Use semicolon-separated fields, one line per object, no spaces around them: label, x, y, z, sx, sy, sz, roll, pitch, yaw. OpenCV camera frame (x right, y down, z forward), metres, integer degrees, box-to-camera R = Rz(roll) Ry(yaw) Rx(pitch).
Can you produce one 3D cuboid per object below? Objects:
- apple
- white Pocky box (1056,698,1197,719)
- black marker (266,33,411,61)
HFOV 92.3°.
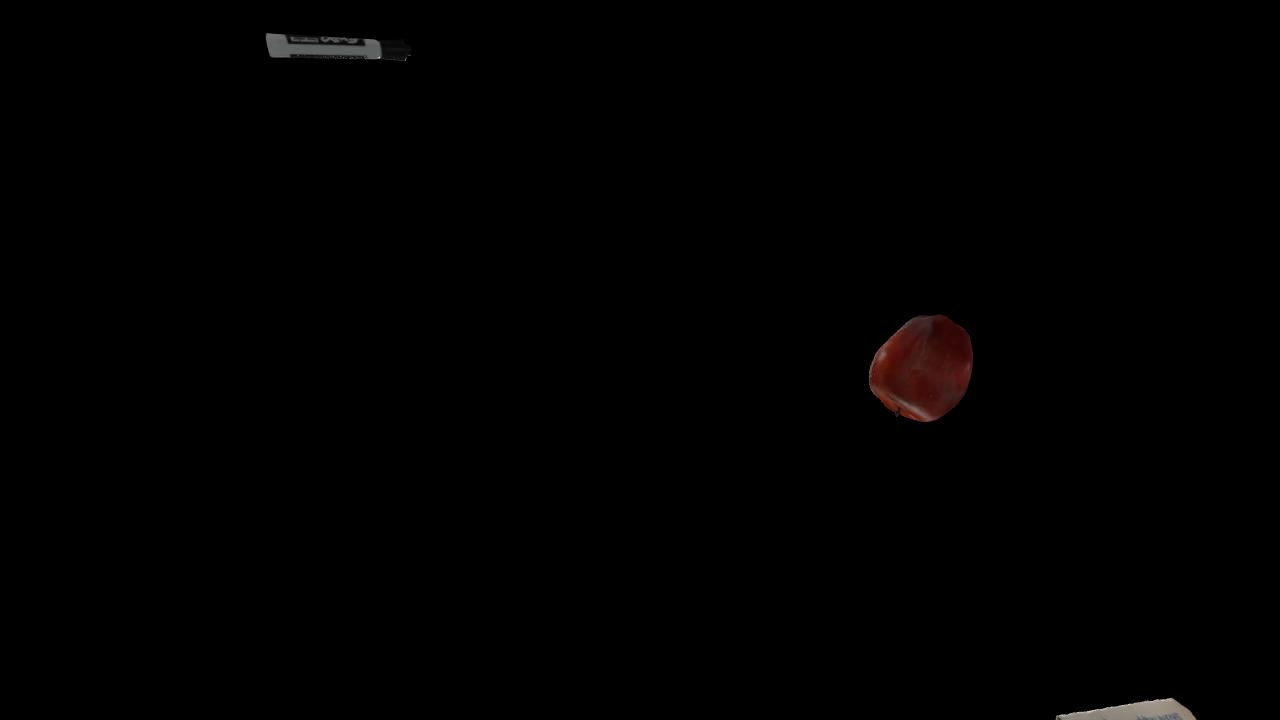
apple;0.241;0.009;0.525;0.079;0.093;0.079;30;-4;2
white Pocky box;0.295;0.286;0.401;0.084;0.154;0.028;-4;27;-8
black marker;-0.274;-0.287;0.566;0.121;0.020;0.020;-14;7;-30
